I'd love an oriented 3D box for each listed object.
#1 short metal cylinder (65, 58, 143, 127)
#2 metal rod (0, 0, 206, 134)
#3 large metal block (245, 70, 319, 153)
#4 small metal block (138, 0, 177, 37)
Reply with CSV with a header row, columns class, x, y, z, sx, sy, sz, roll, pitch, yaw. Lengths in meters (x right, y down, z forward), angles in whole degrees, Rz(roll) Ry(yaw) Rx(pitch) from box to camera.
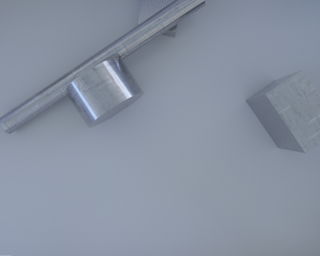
class,x,y,z,sx,sy,sz,roll,pitch,yaw
short metal cylinder,-0.068,-0.043,0.383,0.080,0.080,0.050,-33,90,0
metal rod,-0.077,-0.082,0.394,0.301,0.025,0.025,-32,91,6
large metal block,0.161,-0.019,0.386,0.050,0.080,0.080,-34,90,0
small metal block,0.000,-0.153,0.411,0.050,0.025,0.050,11,90,-1
